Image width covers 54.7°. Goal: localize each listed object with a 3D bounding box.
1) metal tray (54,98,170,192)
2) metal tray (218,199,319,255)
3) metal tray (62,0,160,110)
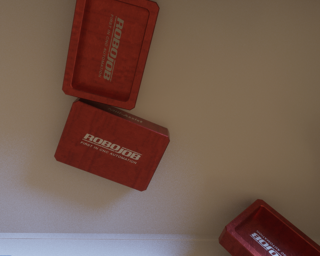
[{"bbox_3d":[-0.063,0.022,0.416,0.131,0.030,0.089,22,109,-8],"label":"metal tray"},{"bbox_3d":[0.154,0.162,0.401,0.130,0.091,0.030,40,133,30],"label":"metal tray"},{"bbox_3d":[-0.060,-0.095,0.372,0.091,0.030,0.129,14,110,-5],"label":"metal tray"}]
